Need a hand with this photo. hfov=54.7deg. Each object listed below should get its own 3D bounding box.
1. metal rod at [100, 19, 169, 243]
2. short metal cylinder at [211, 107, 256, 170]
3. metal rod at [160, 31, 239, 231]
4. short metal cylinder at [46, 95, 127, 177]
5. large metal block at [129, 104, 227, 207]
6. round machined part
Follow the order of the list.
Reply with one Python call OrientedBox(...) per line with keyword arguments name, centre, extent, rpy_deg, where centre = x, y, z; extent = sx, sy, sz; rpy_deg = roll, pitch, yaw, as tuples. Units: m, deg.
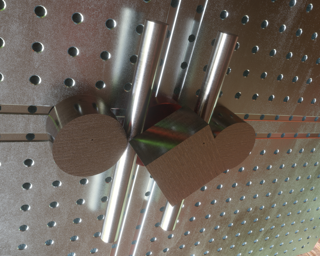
OrientedBox(name="metal rod", centre=(-0.037, 0.023, 0.377), extent=(0.025, 0.025, 0.298), rpy_deg=(0, 118, -29))
OrientedBox(name="short metal cylinder", centre=(0.091, 0.016, 0.453), extent=(0.081, 0.050, 0.079), rpy_deg=(-14, 124, -21))
OrientedBox(name="metal rod", centre=(0.046, 0.021, 0.422), extent=(0.025, 0.025, 0.298), rpy_deg=(0, 119, -29))
OrientedBox(name="short metal cylinder", centre=(-0.085, 0.008, 0.354), extent=(0.081, 0.050, 0.079), rpy_deg=(-14, 124, -21))
OrientedBox(name="large metal block", centre=(0.023, 0.033, 0.366), extent=(0.080, 0.050, 0.080), rpy_deg=(-33, 129, -7))
OrientedBox(name="round machined part", centre=(0.000, 0.012, 0.408), extent=(0.099, 0.042, 0.097), rpy_deg=(-14, 124, -21))
